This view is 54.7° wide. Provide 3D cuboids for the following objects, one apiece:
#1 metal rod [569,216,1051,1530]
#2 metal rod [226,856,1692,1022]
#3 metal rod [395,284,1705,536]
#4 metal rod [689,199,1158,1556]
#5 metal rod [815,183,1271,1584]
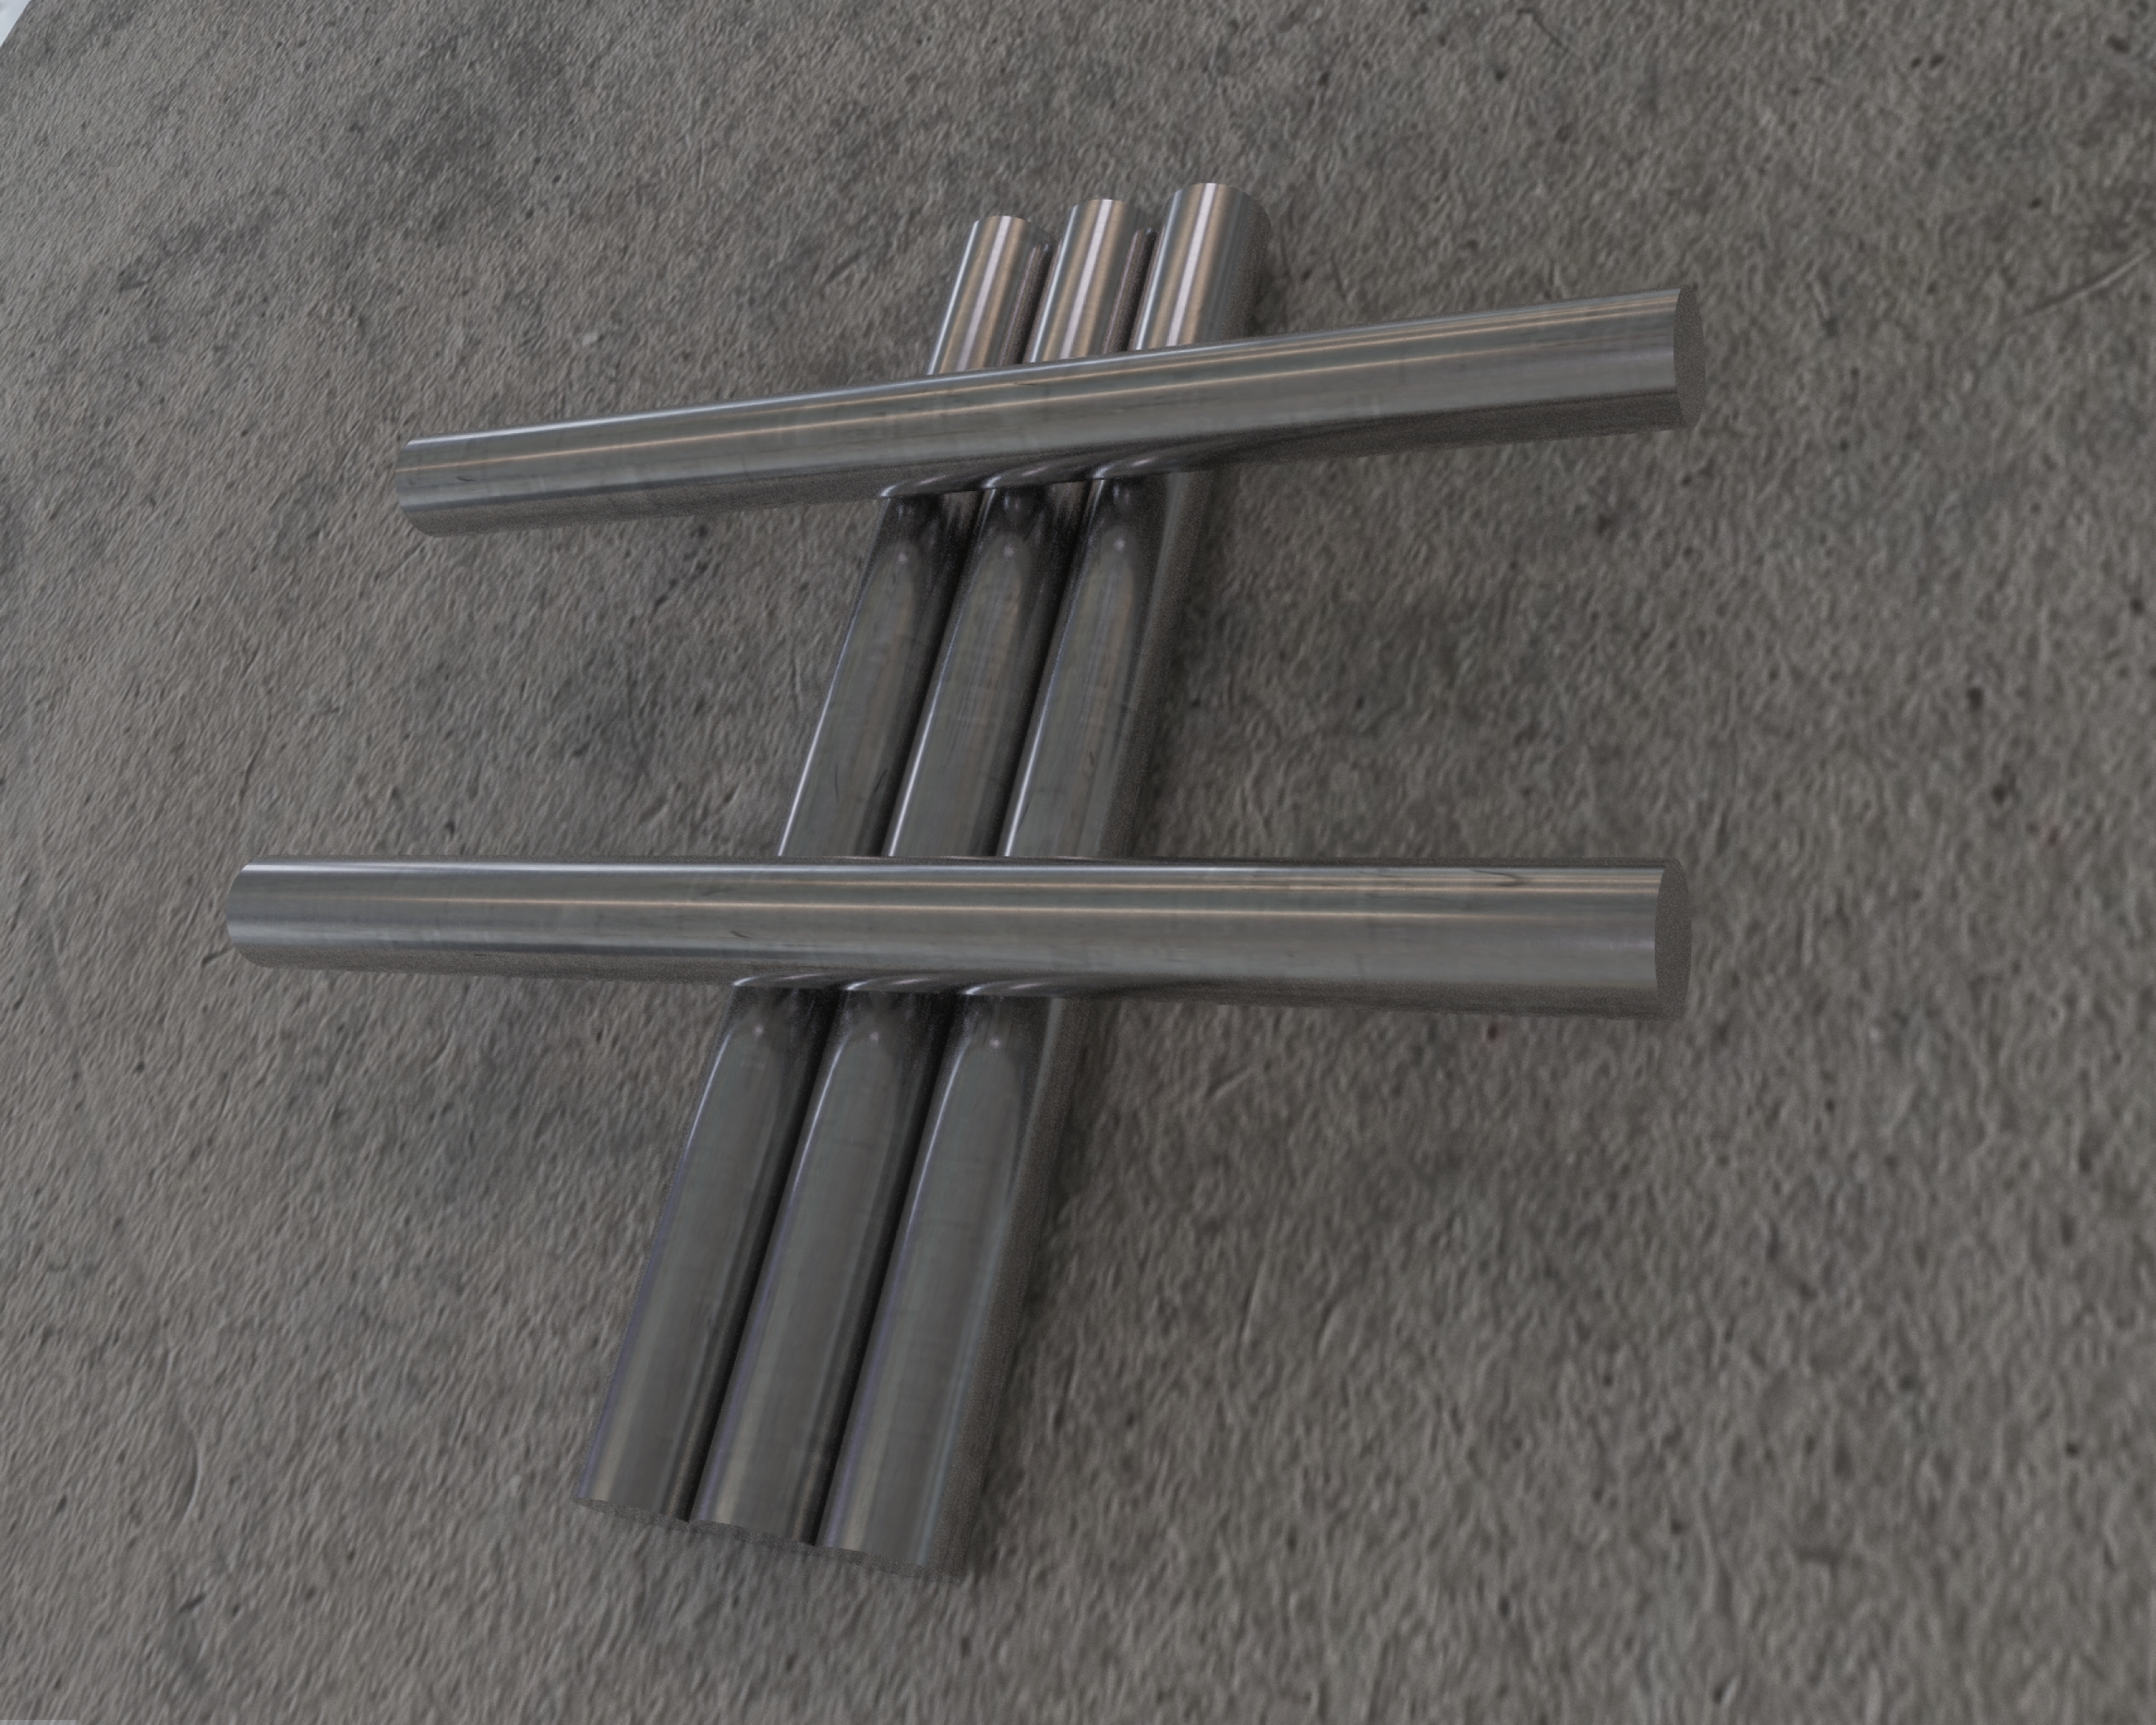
[{"bbox_3d":[-0.047,-0.015,0.437,0.025,0.025,0.300,-1,61,28],"label":"metal rod"},{"bbox_3d":[-0.043,0.011,0.385,0.300,0.025,0.025,0,62,28],"label":"metal rod"},{"bbox_3d":[-0.025,-0.090,0.438,0.300,0.025,0.025,1,62,28],"label":"metal rod"},{"bbox_3d":[-0.023,-0.015,0.425,0.025,0.025,0.300,-1,61,28],"label":"metal rod"},{"bbox_3d":[0.000,-0.014,0.412,0.025,0.025,0.300,-1,61,28],"label":"metal rod"}]
